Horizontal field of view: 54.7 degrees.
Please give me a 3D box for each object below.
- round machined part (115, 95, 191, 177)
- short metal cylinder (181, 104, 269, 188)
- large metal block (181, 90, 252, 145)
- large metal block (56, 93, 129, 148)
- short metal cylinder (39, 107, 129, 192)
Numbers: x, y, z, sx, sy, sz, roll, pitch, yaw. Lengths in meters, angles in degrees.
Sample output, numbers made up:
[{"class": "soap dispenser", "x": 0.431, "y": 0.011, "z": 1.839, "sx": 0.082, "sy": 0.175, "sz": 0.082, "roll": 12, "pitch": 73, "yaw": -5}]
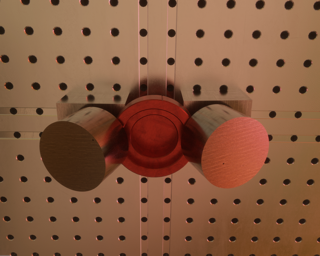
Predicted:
[{"class": "round machined part", "x": -0.007, "y": 0.007, "z": 0.375, "sx": 0.099, "sy": 0.042, "sz": 0.097, "roll": 0, "pitch": 110, "yaw": 0}, {"class": "short metal cylinder", "x": 0.070, "y": 0.019, "z": 0.340, "sx": 0.081, "sy": 0.050, "sz": 0.079, "roll": -7, "pitch": 111, "yaw": -19}, {"class": "large metal block", "x": 0.068, "y": -0.004, "z": 0.399, "sx": 0.080, "sy": 0.050, "sz": 0.079, "roll": -1, "pitch": 110, "yaw": 0}, {"class": "large metal block", "x": -0.082, "y": 0.000, "z": 0.399, "sx": 0.081, "sy": 0.050, "sz": 0.079, "roll": 1, "pitch": 110, "yaw": -1}, {"class": "short metal cylinder", "x": -0.082, "y": 0.022, "z": 0.340, "sx": 0.080, "sy": 0.050, "sz": 0.079, "roll": 8, "pitch": 113, "yaw": 20}]
